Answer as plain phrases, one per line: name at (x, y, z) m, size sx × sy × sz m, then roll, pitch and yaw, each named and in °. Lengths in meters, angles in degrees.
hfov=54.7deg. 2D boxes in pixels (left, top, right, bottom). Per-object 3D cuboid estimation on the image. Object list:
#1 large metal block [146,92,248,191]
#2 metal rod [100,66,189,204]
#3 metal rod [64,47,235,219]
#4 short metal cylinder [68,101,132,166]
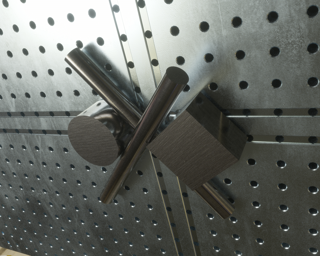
large metal block at (0.044, 0.017, 0.376) m, size 0.080 × 0.050 × 0.080 m, roll 44°, pitch 129°, yaw -2°
metal rod at (-0.036, 0.033, 0.419) m, size 0.025 × 0.025 × 0.298 m, roll 36°, pitch 137°, yaw 4°
metal rod at (-0.011, 0.010, 0.417) m, size 0.300 × 0.025 × 0.025 m, roll 45°, pitch 129°, yaw -4°
short metal cylinder at (-0.081, 0.007, 0.437) m, size 0.080 × 0.050 × 0.079 m, roll 13°, pitch 124°, yaw 21°
